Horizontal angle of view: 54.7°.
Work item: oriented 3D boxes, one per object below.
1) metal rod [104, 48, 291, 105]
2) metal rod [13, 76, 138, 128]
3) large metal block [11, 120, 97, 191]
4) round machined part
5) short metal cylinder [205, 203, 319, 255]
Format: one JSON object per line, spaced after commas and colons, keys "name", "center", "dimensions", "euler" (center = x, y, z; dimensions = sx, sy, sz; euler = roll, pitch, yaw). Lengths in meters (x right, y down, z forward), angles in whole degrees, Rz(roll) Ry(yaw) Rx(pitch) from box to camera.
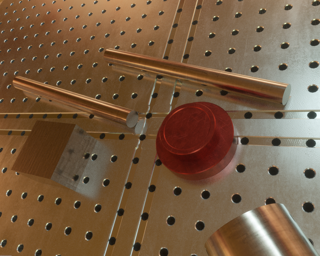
{"name": "metal rod", "center": [0.030, -0.081, 0.440], "dimensions": [0.300, 0.025, 0.025], "euler": [20, 72, 35]}
{"name": "metal rod", "center": [-0.157, -0.051, 0.518], "dimensions": [0.300, 0.025, 0.025], "euler": [18, 71, 34]}
{"name": "large metal block", "center": [-0.151, 0.038, 0.446], "dimensions": [0.080, 0.050, 0.080], "euler": [5, 64, 30]}
{"name": "round machined part", "center": [0.039, 0.009, 0.370], "dimensions": [0.098, 0.042, 0.098], "euler": [-13, 56, 20]}
{"name": "short metal cylinder", "center": [0.085, 0.108, 0.262], "dimensions": [0.080, 0.080, 0.050], "euler": [-32, 52, 7]}
